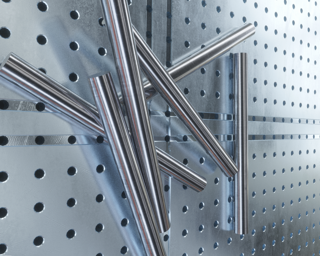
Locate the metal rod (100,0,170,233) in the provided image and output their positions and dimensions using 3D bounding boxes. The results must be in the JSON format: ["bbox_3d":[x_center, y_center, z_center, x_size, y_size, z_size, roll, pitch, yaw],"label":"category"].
[{"bbox_3d":[-0.022,-0.002,0.346,0.025,0.025,0.298,-30,122,-36],"label":"metal rod"}]

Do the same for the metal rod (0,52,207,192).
[{"bbox_3d":[-0.043,0.011,0.371,0.301,0.025,0.025,35,68,-34],"label":"metal rod"}]

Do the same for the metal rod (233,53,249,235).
[{"bbox_3d":[0.135,0.026,0.520,0.025,0.025,0.298,-1,91,-40],"label":"metal rod"}]

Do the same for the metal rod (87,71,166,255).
[{"bbox_3d":[-0.026,0.081,0.365,0.025,0.025,0.298,-30,115,-36],"label":"metal rod"}]

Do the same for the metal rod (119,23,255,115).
[{"bbox_3d":[0.052,-0.096,0.450,0.302,0.025,0.025,-36,112,-34],"label":"metal rod"}]

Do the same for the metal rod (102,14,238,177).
[{"bbox_3d":[0.031,-0.024,0.405,0.300,0.025,0.025,48,61,-36],"label":"metal rod"}]
